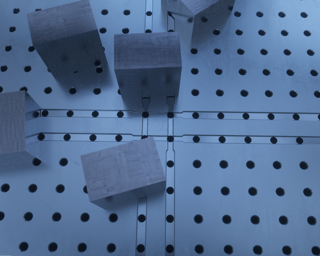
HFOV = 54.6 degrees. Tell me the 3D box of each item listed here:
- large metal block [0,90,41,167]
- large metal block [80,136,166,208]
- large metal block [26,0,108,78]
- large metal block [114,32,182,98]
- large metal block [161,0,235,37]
[{"bbox_3d":[-0.203,0.004,0.396,0.080,0.050,0.080,-8,70,-3],"label":"large metal block"},{"bbox_3d":[-0.039,0.055,0.362,0.080,0.080,0.050,-15,71,-5],"label":"large metal block"},{"bbox_3d":[-0.123,-0.120,0.426,0.080,0.080,0.050,-17,71,-6],"label":"large metal block"},{"bbox_3d":[-0.015,-0.081,0.412,0.080,0.080,0.050,-3,70,-1],"label":"large metal block"},{"bbox_3d":[0.058,-0.200,0.472,0.080,0.050,0.080,-34,74,-12],"label":"large metal block"}]
